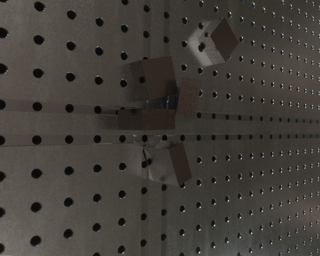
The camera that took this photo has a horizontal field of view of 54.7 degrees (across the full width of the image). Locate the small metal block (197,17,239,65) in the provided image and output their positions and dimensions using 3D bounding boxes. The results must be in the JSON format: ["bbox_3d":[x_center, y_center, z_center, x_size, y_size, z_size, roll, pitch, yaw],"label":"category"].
[{"bbox_3d":[0.093,-0.137,0.489,0.050,0.025,0.050,50,60,-29],"label":"small metal block"}]

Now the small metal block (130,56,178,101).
[{"bbox_3d":[-0.007,-0.065,0.405,0.050,0.025,0.050,-18,102,-39],"label":"small metal block"}]

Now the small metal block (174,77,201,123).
[{"bbox_3d":[0.035,-0.036,0.421,0.025,0.050,0.050,11,82,-3],"label":"small metal block"}]

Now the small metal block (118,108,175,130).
[{"bbox_3d":[-0.017,-0.010,0.381,0.050,0.050,0.025,-1,91,-40],"label":"small metal block"}]

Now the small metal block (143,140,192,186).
[{"bbox_3d":[0.010,0.044,0.403,0.025,0.050,0.050,-26,107,-37],"label":"small metal block"}]
